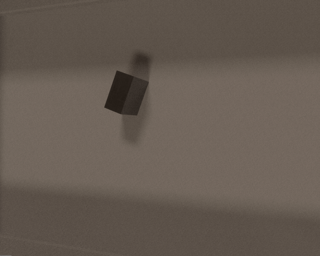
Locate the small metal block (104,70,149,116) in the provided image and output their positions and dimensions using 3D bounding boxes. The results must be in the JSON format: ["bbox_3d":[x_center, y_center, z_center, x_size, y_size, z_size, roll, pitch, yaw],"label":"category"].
[{"bbox_3d":[-0.043,-0.045,0.411,0.025,0.050,0.050,22,97,18],"label":"small metal block"}]
